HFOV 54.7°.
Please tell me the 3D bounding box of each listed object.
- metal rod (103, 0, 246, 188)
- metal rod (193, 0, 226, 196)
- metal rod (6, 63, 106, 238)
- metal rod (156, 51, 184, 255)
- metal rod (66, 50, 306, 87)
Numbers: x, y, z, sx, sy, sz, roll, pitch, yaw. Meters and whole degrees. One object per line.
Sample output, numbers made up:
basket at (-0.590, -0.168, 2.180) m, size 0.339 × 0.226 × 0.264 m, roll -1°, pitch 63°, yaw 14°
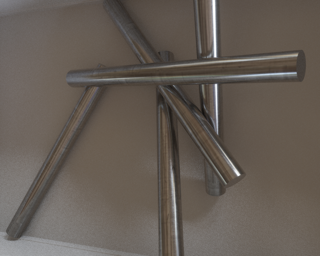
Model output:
metal rod at (0.002, -0.062, 0.366) m, size 0.025 × 0.025 × 0.299 m, roll -40°, pitch 62°, yaw 15°
metal rod at (0.053, -0.057, 0.326) m, size 0.025 × 0.025 × 0.298 m, roll 2°, pitch 116°, yaw 19°
metal rod at (-0.152, 0.040, 0.462) m, size 0.025 × 0.025 × 0.299 m, roll 35°, pitch 101°, yaw 16°
metal rod at (0.009, 0.041, 0.345) m, size 0.025 × 0.025 × 0.299 m, roll -11°, pitch 63°, yaw 19°
metal rod at (-0.005, -0.059, 0.337) m, size 0.300 × 0.025 × 0.025 m, roll 5°, pitch 92°, yaw 39°
